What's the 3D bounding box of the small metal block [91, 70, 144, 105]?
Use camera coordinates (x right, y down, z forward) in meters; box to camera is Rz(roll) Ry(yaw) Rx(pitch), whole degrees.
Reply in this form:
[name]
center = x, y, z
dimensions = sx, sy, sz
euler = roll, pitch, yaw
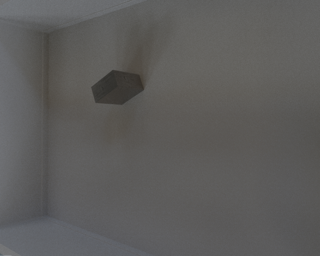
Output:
[small metal block]
center = -0.060, -0.056, 0.442
dimensions = 0.050, 0.050, 0.025
euler = -29, 72, 36
